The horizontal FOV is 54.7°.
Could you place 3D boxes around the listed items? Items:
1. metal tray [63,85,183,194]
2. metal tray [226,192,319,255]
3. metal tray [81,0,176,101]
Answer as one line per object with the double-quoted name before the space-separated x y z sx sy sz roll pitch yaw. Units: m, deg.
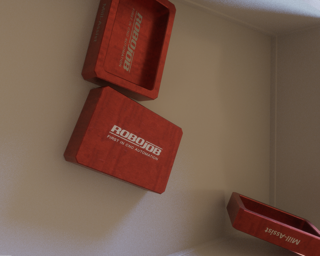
"metal tray" -0.037 0.018 0.372 0.131 0.030 0.090 29 72 -36
"metal tray" 0.171 0.144 0.463 0.131 0.090 0.030 21 96 4
"metal tray" -0.033 -0.107 0.374 0.091 0.030 0.129 19 78 -38
